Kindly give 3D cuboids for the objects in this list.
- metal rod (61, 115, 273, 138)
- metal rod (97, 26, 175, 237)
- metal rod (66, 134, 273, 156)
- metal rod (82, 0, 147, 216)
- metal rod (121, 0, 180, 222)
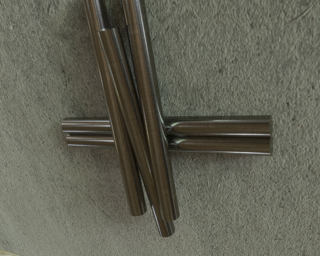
[{"bbox_3d":[-0.010,-0.003,0.411,0.300,0.025,0.025,0,119,27],"label":"metal rod"},{"bbox_3d":[-0.023,0.023,0.400,0.025,0.025,0.298,0,118,28],"label":"metal rod"},{"bbox_3d":[-0.006,0.019,0.423,0.300,0.025,0.025,0,119,27],"label":"metal rod"},{"bbox_3d":[-0.054,-0.021,0.395,0.025,0.025,0.298,0,111,28],"label":"metal rod"},{"bbox_3d":[-0.010,-0.021,0.371,0.025,0.025,0.298,0,111,28],"label":"metal rod"}]
